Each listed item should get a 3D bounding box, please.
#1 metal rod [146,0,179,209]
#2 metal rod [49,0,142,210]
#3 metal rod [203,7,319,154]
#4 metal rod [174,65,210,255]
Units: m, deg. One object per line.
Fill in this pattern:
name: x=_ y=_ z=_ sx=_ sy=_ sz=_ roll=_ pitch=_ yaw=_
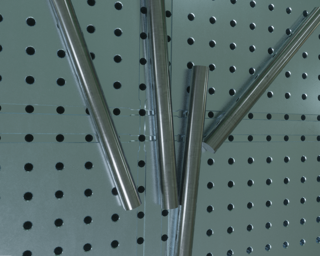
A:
metal rod: x=0.003 y=-0.042 z=0.414 sx=0.025 sy=0.025 sz=0.298 roll=-5 pitch=92 yaw=-20
metal rod: x=-0.082 y=-0.040 z=0.382 sx=0.025 sy=0.025 sz=0.298 roll=-21 pitch=97 yaw=-19
metal rod: x=0.165 y=-0.081 z=0.475 sx=0.025 sy=0.025 sz=0.301 roll=46 pitch=76 yaw=-15
metal rod: x=0.042 y=0.063 z=0.429 sx=0.025 sy=0.025 sz=0.298 roll=6 pitch=88 yaw=-20
